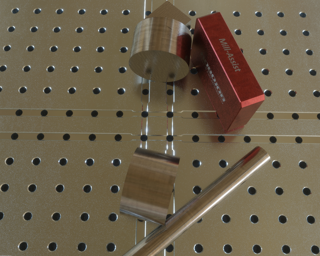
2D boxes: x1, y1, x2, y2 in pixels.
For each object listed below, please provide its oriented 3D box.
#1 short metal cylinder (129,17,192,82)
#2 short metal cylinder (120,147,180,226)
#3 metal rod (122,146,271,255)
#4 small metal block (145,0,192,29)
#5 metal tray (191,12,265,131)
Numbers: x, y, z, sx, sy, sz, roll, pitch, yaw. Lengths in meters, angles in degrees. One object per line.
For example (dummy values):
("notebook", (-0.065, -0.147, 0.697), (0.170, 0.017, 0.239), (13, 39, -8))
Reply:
("short metal cylinder", (0.001, -0.104, 0.420), (0.080, 0.080, 0.050), (6, 70, 2))
("short metal cylinder", (-0.010, 0.066, 0.358), (0.050, 0.080, 0.080), (13, 71, 4))
("metal rod", (0.014, 0.120, 0.367), (0.301, 0.025, 0.025), (-36, 74, -12))
("small metal block", (0.011, -0.156, 0.469), (0.050, 0.025, 0.050), (43, 75, 14))
("metal tray", (0.081, -0.071, 0.403), (0.030, 0.090, 0.130), (-19, 71, -7))
